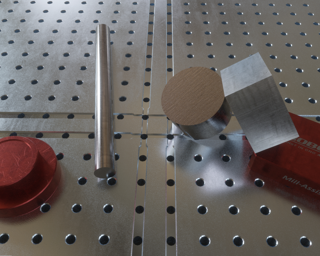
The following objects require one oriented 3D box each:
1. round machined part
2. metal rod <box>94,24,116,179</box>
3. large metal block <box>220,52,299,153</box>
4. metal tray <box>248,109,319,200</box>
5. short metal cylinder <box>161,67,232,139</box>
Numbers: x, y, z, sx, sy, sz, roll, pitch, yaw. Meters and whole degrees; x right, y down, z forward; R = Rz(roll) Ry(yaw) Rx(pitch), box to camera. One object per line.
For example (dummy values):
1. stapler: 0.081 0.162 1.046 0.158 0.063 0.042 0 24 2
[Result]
1. round machined part: -0.169 0.048 0.355 0.099 0.042 0.098 0 50 0
2. metal rod: -0.083 -0.061 0.458 0.025 0.025 0.300 -5 50 -5
3. large metal block: 0.114 -0.031 0.363 0.050 0.080 0.080 -25 24 19
4. metal tray: 0.186 0.036 0.376 0.130 0.030 0.090 24 54 19
5. short metal cylinder: 0.048 -0.031 0.398 0.080 0.050 0.080 -9 65 20
